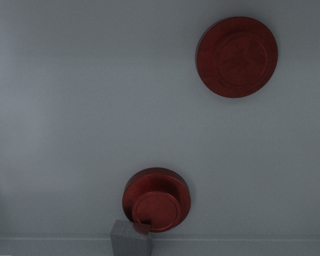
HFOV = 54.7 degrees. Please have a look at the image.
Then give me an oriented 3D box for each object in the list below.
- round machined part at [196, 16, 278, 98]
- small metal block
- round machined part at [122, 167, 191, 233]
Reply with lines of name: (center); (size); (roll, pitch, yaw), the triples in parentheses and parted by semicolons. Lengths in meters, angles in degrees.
round machined part: (0.094, -0.083, 0.373); (0.099, 0.042, 0.097); (0, 110, -1)
small metal block: (-0.039, 0.158, 0.431); (0.050, 0.025, 0.050); (5, 123, 12)
round machined part: (-0.005, 0.109, 0.443); (0.099, 0.042, 0.097); (0, 110, -1)
